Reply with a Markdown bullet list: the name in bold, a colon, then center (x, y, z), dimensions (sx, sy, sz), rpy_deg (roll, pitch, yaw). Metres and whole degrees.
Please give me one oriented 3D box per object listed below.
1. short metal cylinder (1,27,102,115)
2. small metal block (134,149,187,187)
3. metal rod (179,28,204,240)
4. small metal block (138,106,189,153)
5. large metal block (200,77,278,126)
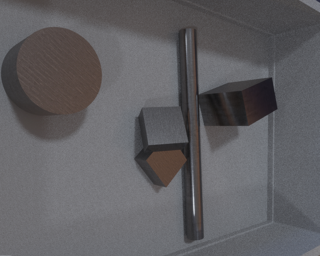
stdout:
- **short metal cylinder**: center (-0.105, -0.052, 0.303), dimensions (0.081, 0.050, 0.079), rpy_deg (0, 90, -40)
- **small metal block**: center (0.002, 0.042, 0.410), dimensions (0.050, 0.025, 0.050), rpy_deg (-49, 120, -29)
- **metal rod**: center (0.045, 0.010, 0.446), dimensions (0.025, 0.025, 0.298), rpy_deg (-4, 93, -40)
- **small metal block**: center (0.003, 0.001, 0.388), dimensions (0.050, 0.025, 0.050), rpy_deg (-3, 66, -18)
- **large metal block**: center (0.118, -0.040, 0.473), dimensions (0.081, 0.080, 0.050), rpy_deg (-24, 106, -38)
